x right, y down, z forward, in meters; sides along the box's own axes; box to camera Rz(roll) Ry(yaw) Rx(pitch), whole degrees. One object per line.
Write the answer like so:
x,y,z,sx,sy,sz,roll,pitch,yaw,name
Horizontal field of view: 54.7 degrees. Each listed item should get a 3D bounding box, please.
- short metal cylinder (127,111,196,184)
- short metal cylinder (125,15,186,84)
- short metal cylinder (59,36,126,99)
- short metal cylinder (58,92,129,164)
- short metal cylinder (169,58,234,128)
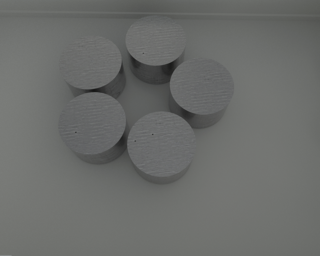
0.002,0.026,0.385,0.081,0.050,0.080,0,70,0,short metal cylinder
-0.005,-0.109,0.434,0.081,0.050,0.080,0,70,0,short metal cylinder
-0.089,-0.077,0.422,0.081,0.050,0.080,0,70,0,short metal cylinder
-0.081,0.001,0.393,0.081,0.050,0.080,0,70,0,short metal cylinder
0.053,-0.045,0.411,0.081,0.050,0.080,0,70,0,short metal cylinder
